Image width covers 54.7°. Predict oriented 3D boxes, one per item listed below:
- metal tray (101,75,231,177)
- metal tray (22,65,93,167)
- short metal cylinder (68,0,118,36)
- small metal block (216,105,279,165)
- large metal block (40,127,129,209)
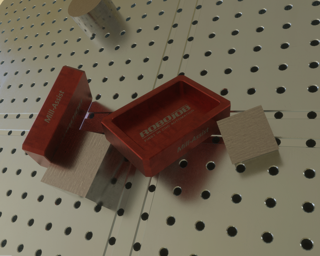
[{"bbox_3d":[0.009,-0.009,0.371,0.131,0.030,0.090,-32,48,-24],"label":"metal tray"},{"bbox_3d":[-0.140,-0.012,0.443,0.030,0.090,0.130,18,68,3],"label":"metal tray"},{"bbox_3d":[-0.128,-0.225,0.595,0.080,0.050,0.080,-13,56,20],"label":"short metal cylinder"},{"bbox_3d":[0.096,0.009,0.341,0.050,0.025,0.050,-21,76,15],"label":"small metal block"},{"bbox_3d":[-0.095,0.051,0.409,0.080,0.050,0.080,10,66,32],"label":"large metal block"}]
